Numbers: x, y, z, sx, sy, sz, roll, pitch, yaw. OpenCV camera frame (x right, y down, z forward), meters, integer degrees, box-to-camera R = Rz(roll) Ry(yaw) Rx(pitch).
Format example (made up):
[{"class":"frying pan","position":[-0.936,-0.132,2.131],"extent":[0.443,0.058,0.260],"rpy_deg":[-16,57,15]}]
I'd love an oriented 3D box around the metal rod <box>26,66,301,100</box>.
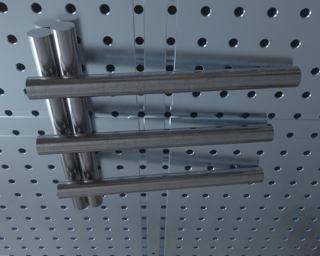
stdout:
[{"class":"metal rod","position":[0.009,-0.052,0.349],"extent":[0.302,0.025,0.025],"rpy_deg":[-3,130,-6]}]

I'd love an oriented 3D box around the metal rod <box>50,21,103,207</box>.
[{"class":"metal rod","position":[-0.104,0.008,0.416],"extent":[0.025,0.025,0.298],"rpy_deg":[1,130,-1]}]

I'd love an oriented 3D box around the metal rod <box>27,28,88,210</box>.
[{"class":"metal rod","position":[-0.129,0.013,0.420],"extent":[0.025,0.025,0.298],"rpy_deg":[1,130,-1]}]

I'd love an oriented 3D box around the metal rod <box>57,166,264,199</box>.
[{"class":"metal rod","position":[0.005,0.080,0.461],"extent":[0.302,0.025,0.025],"rpy_deg":[-3,131,-6]}]

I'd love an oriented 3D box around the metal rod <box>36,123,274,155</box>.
[{"class":"metal rod","position":[-0.001,0.014,0.403],"extent":[0.302,0.025,0.025],"rpy_deg":[-3,131,-6]}]
